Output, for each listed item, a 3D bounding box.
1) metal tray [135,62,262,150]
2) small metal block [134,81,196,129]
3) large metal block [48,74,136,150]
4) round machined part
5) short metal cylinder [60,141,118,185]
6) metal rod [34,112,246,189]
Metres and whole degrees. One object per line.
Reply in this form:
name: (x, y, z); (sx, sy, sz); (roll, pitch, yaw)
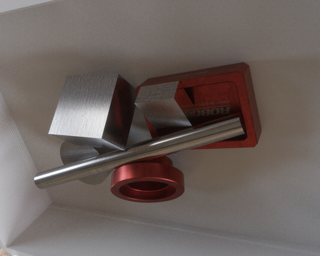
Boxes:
metal tray: (0.044, -0.020, 0.366); (0.130, 0.030, 0.090); (-5, 116, 30)
small metal block: (0.007, -0.025, 0.358); (0.050, 0.025, 0.050); (-5, 143, 30)
large metal block: (-0.081, -0.020, 0.390); (0.080, 0.080, 0.050); (4, 162, 27)
round machined part: (-0.016, 0.067, 0.423); (0.099, 0.042, 0.098); (0, 149, 0)
short metal cylinder: (-0.100, 0.038, 0.464); (0.080, 0.050, 0.079); (13, 124, 20)
metal rod: (-0.042, 0.036, 0.396); (0.300, 0.025, 0.025); (-17, 110, 23)
